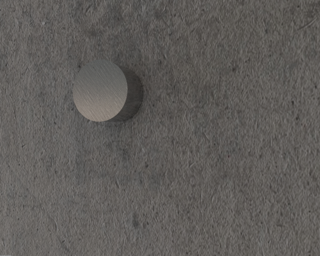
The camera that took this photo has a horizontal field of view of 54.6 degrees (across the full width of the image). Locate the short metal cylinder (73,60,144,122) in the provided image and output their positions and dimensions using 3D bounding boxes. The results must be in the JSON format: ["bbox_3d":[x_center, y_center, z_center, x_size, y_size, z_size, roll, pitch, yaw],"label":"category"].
[{"bbox_3d":[-0.069,-0.048,0.421,0.080,0.050,0.080,0,90,20],"label":"short metal cylinder"}]
